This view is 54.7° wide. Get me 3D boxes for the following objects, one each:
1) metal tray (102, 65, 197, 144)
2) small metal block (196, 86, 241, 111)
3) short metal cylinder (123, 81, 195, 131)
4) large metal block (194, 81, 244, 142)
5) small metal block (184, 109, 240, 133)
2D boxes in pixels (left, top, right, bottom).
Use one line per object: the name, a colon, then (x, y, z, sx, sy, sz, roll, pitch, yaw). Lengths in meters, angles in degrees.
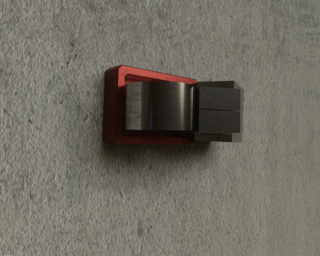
metal tray: (-0.008, -0.024, 0.396, 0.131, 0.030, 0.089, 3, 88, -40)
small metal block: (0.062, -0.032, 0.374, 0.050, 0.050, 0.025, 2, 88, -14)
short metal cylinder: (-0.001, -0.022, 0.353, 0.081, 0.080, 0.050, 1, 90, -40)
large metal block: (0.087, -0.020, 0.444, 0.080, 0.050, 0.080, 7, 86, -66)
small metal block: (0.062, -0.007, 0.373, 0.050, 0.050, 0.025, 2, 88, -14)
